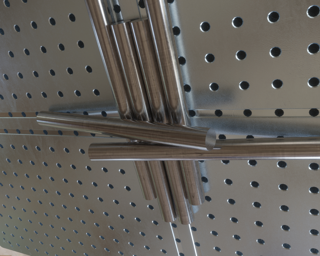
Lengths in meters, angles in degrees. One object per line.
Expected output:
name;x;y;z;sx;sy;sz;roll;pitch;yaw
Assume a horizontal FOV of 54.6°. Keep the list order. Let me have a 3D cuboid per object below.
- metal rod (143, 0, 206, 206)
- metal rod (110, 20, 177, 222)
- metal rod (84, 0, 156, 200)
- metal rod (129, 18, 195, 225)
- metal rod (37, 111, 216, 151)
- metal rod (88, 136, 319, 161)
metal rod;0.021;-0.028;0.382;0.025;0.025;0.298;1;119;28
metal rod;-0.015;0.009;0.424;0.025;0.025;0.298;1;119;28
metal rod;-0.045;-0.027;0.418;0.025;0.025;0.298;1;119;28
metal rod;0.009;0.009;0.414;0.025;0.025;0.298;1;119;28
metal rod;-0.067;-0.002;0.416;0.300;0.025;0.025;7;122;35
metal rod;0.050;0.027;0.375;0.301;0.025;0.025;-2;118;19
